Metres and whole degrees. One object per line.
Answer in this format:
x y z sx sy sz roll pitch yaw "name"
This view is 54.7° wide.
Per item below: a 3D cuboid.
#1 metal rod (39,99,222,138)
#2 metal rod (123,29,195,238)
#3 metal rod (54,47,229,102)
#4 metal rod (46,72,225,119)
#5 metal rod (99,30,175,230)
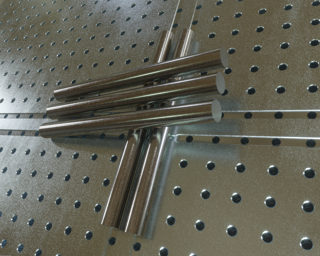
-0.062 -0.007 0.416 0.300 0.025 0.025 -5 59 35 "metal rod"
0.006 -0.011 0.411 0.025 0.025 0.300 1 62 28 "metal rod"
-0.048 -0.070 0.448 0.300 0.025 0.025 -6 59 34 "metal rod"
-0.055 -0.039 0.433 0.300 0.025 0.025 -6 59 34 "metal rod"
-0.024 -0.014 0.428 0.025 0.025 0.300 1 62 28 "metal rod"
